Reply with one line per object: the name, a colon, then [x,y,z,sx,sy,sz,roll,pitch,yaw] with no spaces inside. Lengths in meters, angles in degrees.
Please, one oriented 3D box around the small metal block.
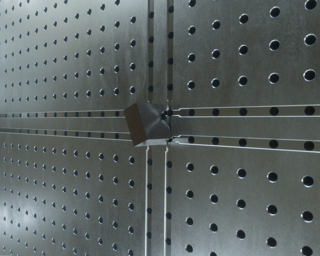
small metal block: [-0.015,-0.004,0.406,0.025,0.050,0.050,-28,73,36]
